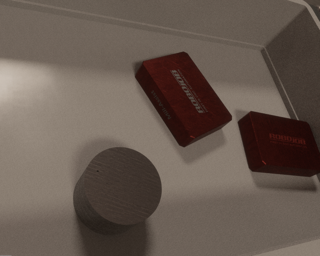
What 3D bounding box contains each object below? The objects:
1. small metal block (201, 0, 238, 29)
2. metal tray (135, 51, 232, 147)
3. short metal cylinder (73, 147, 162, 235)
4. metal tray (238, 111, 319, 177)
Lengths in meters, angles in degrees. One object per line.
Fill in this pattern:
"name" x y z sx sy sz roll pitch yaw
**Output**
"small metal block" 0.118 -0.225 0.611 0.050 0.025 0.050 -13 68 -34
"metal tray" 0.035 -0.046 0.451 0.091 0.030 0.130 -23 74 -37
"short metal cylinder" -0.045 0.067 0.326 0.081 0.050 0.080 14 56 -21
"metal tray" 0.193 0.027 0.493 0.131 0.030 0.090 8 58 -24
